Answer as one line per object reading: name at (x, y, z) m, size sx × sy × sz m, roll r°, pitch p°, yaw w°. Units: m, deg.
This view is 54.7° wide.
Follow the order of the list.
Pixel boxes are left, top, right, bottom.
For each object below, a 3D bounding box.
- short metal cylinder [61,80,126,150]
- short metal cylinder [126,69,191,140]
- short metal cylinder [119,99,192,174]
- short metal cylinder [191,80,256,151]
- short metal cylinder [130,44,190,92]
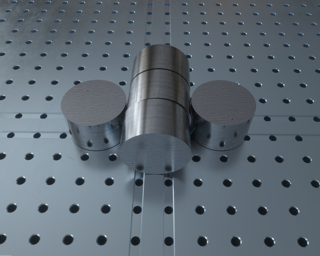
short metal cylinder at (-0.082, -0.018, 0.404) m, size 0.081 × 0.050 × 0.080 m, roll 0°, pitch 50°, yaw 0°
short metal cylinder at (-0.001, -0.028, 0.395) m, size 0.081 × 0.080 × 0.050 m, roll 2°, pitch 50°, yaw 1°
short metal cylinder at (-0.005, 0.012, 0.362) m, size 0.081 × 0.080 × 0.050 m, roll 1°, pitch 50°, yaw 0°
short metal cylinder at (0.079, -0.017, 0.406) m, size 0.081 × 0.050 × 0.080 m, roll 0°, pitch 50°, yaw 0°
short metal cylinder at (0.001, -0.067, 0.427) m, size 0.081 × 0.080 × 0.050 m, roll 2°, pitch 50°, yaw 1°
